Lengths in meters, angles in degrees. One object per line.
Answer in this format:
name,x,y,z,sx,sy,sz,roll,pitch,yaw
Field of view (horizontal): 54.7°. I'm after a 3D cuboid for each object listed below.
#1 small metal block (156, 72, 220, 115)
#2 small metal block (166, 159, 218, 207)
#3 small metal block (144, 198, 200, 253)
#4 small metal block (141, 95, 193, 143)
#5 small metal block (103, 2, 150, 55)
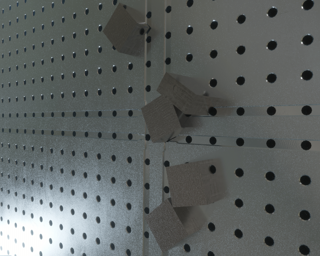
small metal block,0.033,-0.040,0.364,0.050,0.050,0.025,43,116,31
small metal block,0.038,0.067,0.376,0.050,0.025,0.050,-16,80,38
small metal block,0.015,0.122,0.396,0.050,0.025,0.050,-46,63,30
small metal block,0.008,-0.013,0.401,0.050,0.025,0.050,-30,72,35
small metal block,-0.050,-0.143,0.448,0.050,0.025,0.050,-51,61,28
